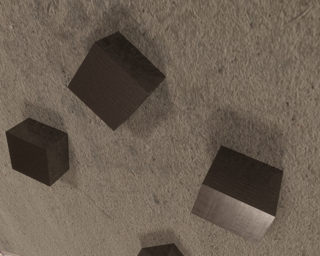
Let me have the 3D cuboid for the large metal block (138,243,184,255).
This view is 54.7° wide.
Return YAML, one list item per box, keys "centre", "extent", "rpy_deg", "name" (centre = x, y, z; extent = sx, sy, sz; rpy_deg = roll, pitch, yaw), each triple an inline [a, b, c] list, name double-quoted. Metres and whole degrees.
- centre: [0.007, 0.255, 0.543]
  extent: [0.080, 0.050, 0.080]
  rpy_deg: [-26, 105, 36]
  name: "large metal block"

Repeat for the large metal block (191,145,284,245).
- centre: [0.093, 0.076, 0.368]
  extent: [0.080, 0.080, 0.050]
  rpy_deg: [23, 127, 14]
  name: "large metal block"

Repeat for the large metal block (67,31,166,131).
- centre: [-0.054, -0.057, 0.383]
  extent: [0.080, 0.050, 0.080]
  rpy_deg: [44, 129, -3]
  name: "large metal block"

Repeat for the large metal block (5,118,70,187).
- centre: [-0.202, 0.040, 0.519]
  extent: [0.080, 0.050, 0.079]
  rpy_deg: [20, 126, 15]
  name: "large metal block"
